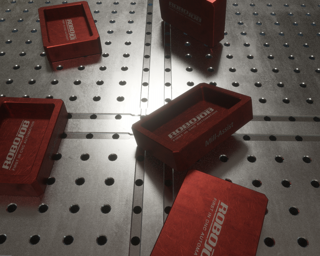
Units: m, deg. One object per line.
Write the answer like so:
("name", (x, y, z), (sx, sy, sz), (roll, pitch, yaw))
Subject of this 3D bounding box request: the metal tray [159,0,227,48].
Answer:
("metal tray", (0.053, -0.207, 0.537), (0.030, 0.090, 0.130), (-42, 61, -18))

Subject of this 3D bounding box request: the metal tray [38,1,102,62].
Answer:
("metal tray", (-0.161, -0.175, 0.548), (0.091, 0.030, 0.130), (-14, 52, -12))

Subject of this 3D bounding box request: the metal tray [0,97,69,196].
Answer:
("metal tray", (-0.177, 0.018, 0.386), (0.091, 0.030, 0.130), (2, 50, 1))

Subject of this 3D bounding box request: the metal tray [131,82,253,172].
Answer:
("metal tray", (0.042, -0.008, 0.392), (0.131, 0.030, 0.090), (-33, 37, -25))

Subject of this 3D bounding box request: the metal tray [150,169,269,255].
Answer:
("metal tray", (0.048, 0.112, 0.311), (0.090, 0.030, 0.130), (19, 52, 14))
